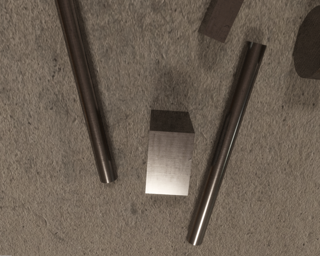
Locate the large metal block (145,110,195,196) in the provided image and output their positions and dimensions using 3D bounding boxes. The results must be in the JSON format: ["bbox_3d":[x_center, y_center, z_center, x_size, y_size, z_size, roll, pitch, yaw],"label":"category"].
[{"bbox_3d":[0.011,0.028,0.391,0.050,0.080,0.079,4,110,-2],"label":"large metal block"}]

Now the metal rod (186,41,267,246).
[{"bbox_3d":[0.084,0.034,0.423,0.025,0.025,0.298,12,110,-5],"label":"metal rod"}]

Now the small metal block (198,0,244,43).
[{"bbox_3d":[0.067,-0.127,0.351,0.025,0.050,0.050,21,109,-8],"label":"small metal block"}]

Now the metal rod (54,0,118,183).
[{"bbox_3d":[-0.094,-0.067,0.383,0.025,0.025,0.298,-8,110,3],"label":"metal rod"}]

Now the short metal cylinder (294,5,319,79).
[{"bbox_3d":[0.195,-0.093,0.349,0.050,0.080,0.079,6,110,-3],"label":"short metal cylinder"}]
